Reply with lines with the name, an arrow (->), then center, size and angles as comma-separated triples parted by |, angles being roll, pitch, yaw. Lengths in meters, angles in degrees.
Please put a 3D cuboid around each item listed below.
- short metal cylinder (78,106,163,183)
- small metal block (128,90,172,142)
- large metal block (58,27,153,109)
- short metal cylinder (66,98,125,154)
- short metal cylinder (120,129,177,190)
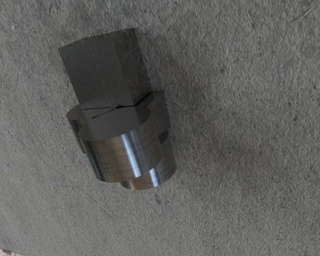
short metal cylinder -> -0.042, 0.015, 0.340 | 0.080, 0.080, 0.050 | -2, 117, 29
small metal block -> -0.011, -0.015, 0.391 | 0.025, 0.050, 0.050 | 1, 119, 28
large metal block -> -0.065, -0.072, 0.383 | 0.080, 0.050, 0.080 | -2, 118, 29
short metal cylinder -> -0.075, -0.007, 0.409 | 0.080, 0.080, 0.050 | -2, 117, 29
short metal cylinder -> -0.023, 0.037, 0.408 | 0.080, 0.080, 0.050 | 0, 118, 28
